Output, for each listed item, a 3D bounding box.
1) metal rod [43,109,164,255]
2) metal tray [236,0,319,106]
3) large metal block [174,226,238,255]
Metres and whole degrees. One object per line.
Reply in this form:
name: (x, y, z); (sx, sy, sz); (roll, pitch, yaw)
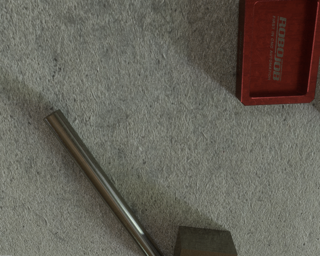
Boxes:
metal rod: (-0.067, 0.104, 0.447); (0.025, 0.025, 0.299); (-28, 108, 9)
metal tray: (0.142, -0.094, 0.374); (0.091, 0.030, 0.129); (-3, 110, 0)
large metal block: (0.064, 0.202, 0.472); (0.081, 0.050, 0.079); (8, 110, -3)
